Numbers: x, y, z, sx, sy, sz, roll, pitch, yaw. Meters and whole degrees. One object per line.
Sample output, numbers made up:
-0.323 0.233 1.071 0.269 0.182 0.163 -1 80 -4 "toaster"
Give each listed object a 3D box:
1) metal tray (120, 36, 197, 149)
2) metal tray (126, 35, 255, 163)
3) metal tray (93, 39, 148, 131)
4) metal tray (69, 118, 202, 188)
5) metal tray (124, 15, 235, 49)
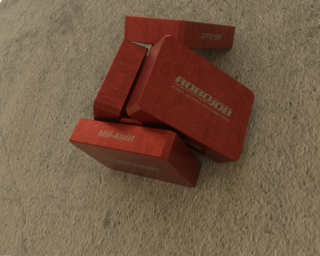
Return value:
0.008 -0.041 0.383 0.030 0.090 0.130 7 65 31 "metal tray"
0.039 -0.028 0.337 0.030 0.131 0.090 -20 46 59 "metal tray"
-0.052 -0.037 0.391 0.030 0.130 0.090 21 69 -3 "metal tray"
-0.028 0.029 0.358 0.130 0.090 0.030 7 66 31 "metal tray"
0.029 -0.125 0.406 0.090 0.131 0.030 19 113 35 "metal tray"
